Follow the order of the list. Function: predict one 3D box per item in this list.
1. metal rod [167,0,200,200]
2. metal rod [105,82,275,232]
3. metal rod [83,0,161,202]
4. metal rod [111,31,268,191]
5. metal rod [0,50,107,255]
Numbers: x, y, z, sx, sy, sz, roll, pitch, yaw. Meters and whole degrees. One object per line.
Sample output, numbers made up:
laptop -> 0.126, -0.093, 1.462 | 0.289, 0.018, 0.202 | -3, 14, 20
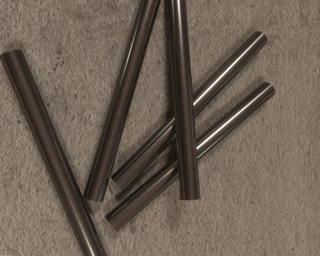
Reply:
metal rod -> 0.028, -0.060, 0.400 | 0.025, 0.025, 0.298 | -1, 83, -20
metal rod -> 0.052, 0.030, 0.429 | 0.301, 0.025, 0.025 | -38, 103, -16
metal rod -> -0.042, -0.056, 0.393 | 0.025, 0.025, 0.299 | 17, 84, -20
metal rod -> 0.049, -0.032, 0.428 | 0.301, 0.025, 0.025 | -45, 105, -15
metal rod -> -0.116, 0.056, 0.366 | 0.025, 0.025, 0.298 | -23, 98, -19
